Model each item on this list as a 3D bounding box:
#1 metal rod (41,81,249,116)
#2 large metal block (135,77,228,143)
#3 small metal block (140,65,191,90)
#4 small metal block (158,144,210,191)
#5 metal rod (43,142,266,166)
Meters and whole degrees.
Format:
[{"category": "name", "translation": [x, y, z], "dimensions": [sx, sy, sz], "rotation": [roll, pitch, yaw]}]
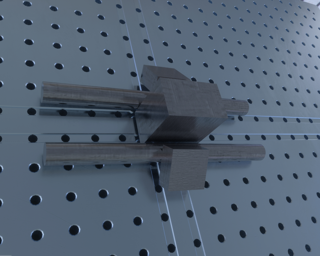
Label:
[{"category": "metal rod", "translation": [-0.001, -0.036, 0.424], "dimensions": [0.303, 0.025, 0.025], "rotation": [2, 61, -27]}, {"category": "large metal block", "translation": [0.024, -0.016, 0.390], "dimensions": [0.081, 0.080, 0.050], "rotation": [2, 61, -28]}, {"category": "small metal block", "translation": [0.007, -0.066, 0.433], "dimensions": [0.050, 0.025, 0.050], "rotation": [1, 27, -28]}, {"category": "small metal block", "translation": [0.029, 0.047, 0.375], "dimensions": [0.050, 0.025, 0.050], "rotation": [3, 98, -27]}, {"category": "metal rod", "translation": [0.014, 0.032, 0.392], "dimensions": [0.303, 0.025, 0.025], "rotation": [2, 61, -27]}]
